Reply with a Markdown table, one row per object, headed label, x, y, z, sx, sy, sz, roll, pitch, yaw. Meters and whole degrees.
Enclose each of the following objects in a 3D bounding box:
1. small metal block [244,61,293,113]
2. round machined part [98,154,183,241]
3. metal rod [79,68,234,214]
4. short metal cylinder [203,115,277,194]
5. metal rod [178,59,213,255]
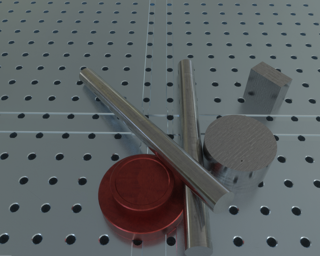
| label | x | y | z | sx | sy | sz | roll | pitch | yaw |
| --- | --- | --- | --- | --- | --- | --- | --- | --- | --- |
| small metal block | 0.152 | -0.058 | 0.441 | 0.025 | 0.050 | 0.050 | -33 | 58 | -24 |
| round machined part | -0.018 | 0.067 | 0.340 | 0.099 | 0.042 | 0.098 | 0 | 50 | 0 |
| metal rod | -0.027 | -0.007 | 0.376 | 0.025 | 0.025 | 0.300 | -28 | 45 | -22 |
| short metal cylinder | 0.090 | 0.030 | 0.366 | 0.081 | 0.050 | 0.080 | 0 | 50 | 0 |
| metal rod | 0.038 | 0.006 | 0.383 | 0.025 | 0.025 | 0.300 | 1 | 44 | 1 |
